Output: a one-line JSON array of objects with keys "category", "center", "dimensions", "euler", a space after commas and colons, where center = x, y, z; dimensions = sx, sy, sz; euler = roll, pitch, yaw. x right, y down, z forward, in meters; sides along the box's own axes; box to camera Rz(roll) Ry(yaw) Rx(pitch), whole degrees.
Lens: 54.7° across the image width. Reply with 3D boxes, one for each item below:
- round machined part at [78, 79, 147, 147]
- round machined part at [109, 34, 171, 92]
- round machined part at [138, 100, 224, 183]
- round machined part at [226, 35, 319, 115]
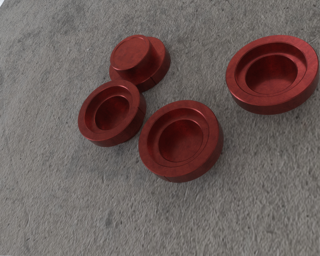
[{"category": "round machined part", "center": [-0.062, -0.017, 0.436], "dimensions": [0.098, 0.042, 0.098], "euler": [-13, 56, 21]}, {"category": "round machined part", "center": [-0.037, -0.104, 0.476], "dimensions": [0.098, 0.042, 0.098], "euler": [-13, 56, 21]}, {"category": "round machined part", "center": [0.027, 0.019, 0.367], "dimensions": [0.098, 0.042, 0.098], "euler": [-13, 56, 21]}, {"category": "round machined part", "center": [0.130, -0.057, 0.359], "dimensions": [0.098, 0.042, 0.098], "euler": [-13, 56, 21]}]
